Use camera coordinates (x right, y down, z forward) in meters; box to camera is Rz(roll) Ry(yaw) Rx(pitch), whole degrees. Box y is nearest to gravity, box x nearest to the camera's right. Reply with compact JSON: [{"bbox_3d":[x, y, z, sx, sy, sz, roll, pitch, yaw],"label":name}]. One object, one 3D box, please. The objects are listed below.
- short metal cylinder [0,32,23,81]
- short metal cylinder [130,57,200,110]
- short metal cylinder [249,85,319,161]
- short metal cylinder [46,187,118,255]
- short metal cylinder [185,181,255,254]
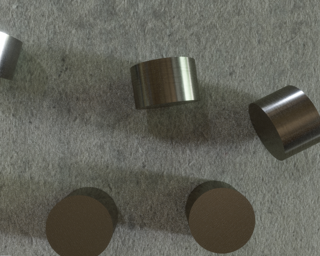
[{"bbox_3d":[-0.218,-0.094,0.380,0.080,0.080,0.050,15,90,-1],"label":"short metal cylinder"},{"bbox_3d":[0.007,-0.053,0.383,0.081,0.080,0.050,-8,90,0],"label":"short metal cylinder"},{"bbox_3d":[0.154,-0.006,0.385,0.050,0.080,0.080,-26,90,0],"label":"short metal cylinder"},{"bbox_3d":[-0.097,0.120,0.396,0.081,0.050,0.079,0,90,-1],"label":"short metal cylinder"},{"bbox_3d":[0.075,0.112,0.399,0.081,0.050,0.079,0,90,-1],"label":"short metal cylinder"}]
